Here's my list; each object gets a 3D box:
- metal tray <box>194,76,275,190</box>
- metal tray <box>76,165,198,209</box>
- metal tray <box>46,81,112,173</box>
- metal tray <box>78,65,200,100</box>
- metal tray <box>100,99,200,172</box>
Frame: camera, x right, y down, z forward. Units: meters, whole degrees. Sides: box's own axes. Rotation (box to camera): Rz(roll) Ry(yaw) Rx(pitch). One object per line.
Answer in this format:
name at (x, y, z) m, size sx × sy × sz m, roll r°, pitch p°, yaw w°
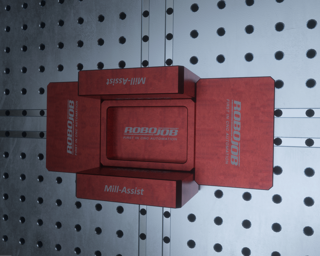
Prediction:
metal tray at (0.090, 0.005, 0.376) m, size 0.090 × 0.030 × 0.129 m, roll 1°, pitch 90°, yaw 18°
metal tray at (-0.025, 0.068, 0.384) m, size 0.130 × 0.090 × 0.030 m, roll 1°, pitch 91°, yaw 19°
metal tray at (-0.118, -0.001, 0.450) m, size 0.090 × 0.030 × 0.129 m, roll 1°, pitch 90°, yaw 19°
metal tray at (-0.023, -0.052, 0.385) m, size 0.130 × 0.090 × 0.030 m, roll 1°, pitch 91°, yaw 19°
metal tray at (-0.014, 0.008, 0.412) m, size 0.130 × 0.030 × 0.089 m, roll 1°, pitch 90°, yaw 19°
